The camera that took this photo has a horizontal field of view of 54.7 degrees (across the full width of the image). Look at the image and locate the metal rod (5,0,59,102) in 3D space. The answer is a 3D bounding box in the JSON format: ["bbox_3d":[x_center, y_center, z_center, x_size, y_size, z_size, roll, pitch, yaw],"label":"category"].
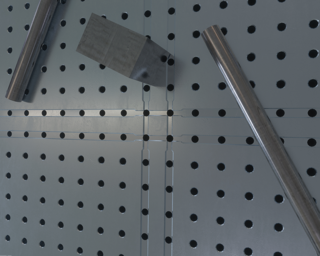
[{"bbox_3d":[-0.175,-0.181,0.474,0.025,0.025,0.298,26,99,18],"label":"metal rod"}]

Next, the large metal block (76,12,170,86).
[{"bbox_3d":[-0.044,-0.098,0.399,0.080,0.080,0.050,29,100,17],"label":"large metal block"}]

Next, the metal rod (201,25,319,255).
[{"bbox_3d":[0.127,0.011,0.367,0.025,0.025,0.299,-29,81,18],"label":"metal rod"}]
